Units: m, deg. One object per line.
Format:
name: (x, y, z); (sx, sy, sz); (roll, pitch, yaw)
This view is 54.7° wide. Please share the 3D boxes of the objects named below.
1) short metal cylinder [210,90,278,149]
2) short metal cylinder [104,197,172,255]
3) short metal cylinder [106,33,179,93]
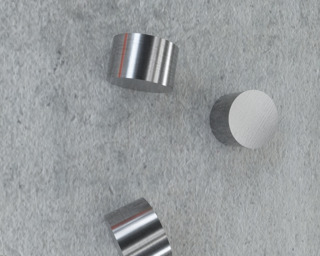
short metal cylinder: (0.119, -0.012, 0.441); (0.081, 0.050, 0.079); (0, 90, -21)
short metal cylinder: (-0.028, 0.131, 0.371); (0.050, 0.080, 0.080); (-23, 98, -19)
short metal cylinder: (-0.021, -0.075, 0.373); (0.081, 0.080, 0.050); (10, 87, -20)
